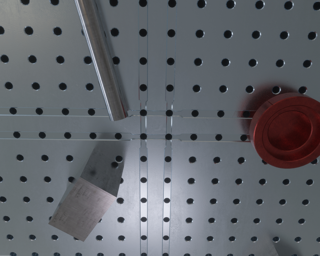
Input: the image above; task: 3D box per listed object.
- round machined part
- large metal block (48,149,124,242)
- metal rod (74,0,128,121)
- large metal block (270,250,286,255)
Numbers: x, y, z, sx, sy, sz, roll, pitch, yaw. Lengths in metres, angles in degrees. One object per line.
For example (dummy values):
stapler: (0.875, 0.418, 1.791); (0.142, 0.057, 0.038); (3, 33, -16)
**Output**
round machined part: (0.166, 0.000, 0.406); (0.099, 0.042, 0.097); (0, 110, 0)
large metal block: (-0.095, 0.087, 0.415); (0.050, 0.080, 0.080); (33, 107, -11)
metal rod: (-0.087, -0.150, 0.357); (0.025, 0.025, 0.298); (-12, 110, 4)
large metal block: (0.197, 0.257, 0.497); (0.080, 0.050, 0.080); (33, 107, -12)
